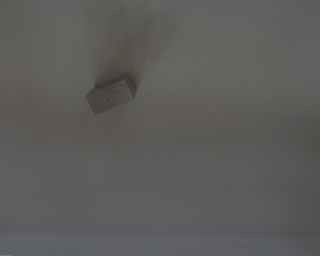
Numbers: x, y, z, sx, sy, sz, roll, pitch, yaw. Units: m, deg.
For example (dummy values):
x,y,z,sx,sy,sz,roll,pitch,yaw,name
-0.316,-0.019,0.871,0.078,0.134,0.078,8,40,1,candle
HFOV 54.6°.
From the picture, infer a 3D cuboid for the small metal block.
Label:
x,y,z,sx,sy,sz,roll,pitch,yaw,name
-0.058,-0.043,0.382,0.050,0.050,0.025,-21,109,8,small metal block
